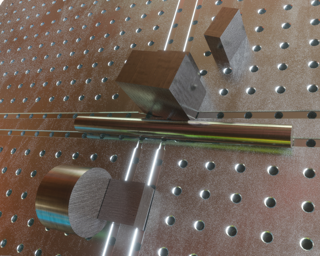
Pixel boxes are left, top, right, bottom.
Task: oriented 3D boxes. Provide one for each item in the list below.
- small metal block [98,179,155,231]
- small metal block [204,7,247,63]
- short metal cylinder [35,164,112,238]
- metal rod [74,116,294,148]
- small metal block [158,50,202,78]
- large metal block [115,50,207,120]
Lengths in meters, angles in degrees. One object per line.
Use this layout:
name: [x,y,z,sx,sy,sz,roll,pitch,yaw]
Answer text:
small metal block: [-0.040,0.091,0.372,0.050,0.025,0.050,2,62,28]
small metal block: [0.090,-0.127,0.422,0.025,0.050,0.050,24,75,36]
short metal cylinder: [-0.099,0.085,0.371,0.050,0.080,0.080,2,63,29]
metal rod: [0.009,0.001,0.401,0.300,0.025,0.025,3,63,29]
small metal block: [0.023,-0.081,0.428,0.050,0.050,0.025,13,68,33]
large metal block: [0.004,-0.054,0.403,0.080,0.080,0.050,13,69,33]
